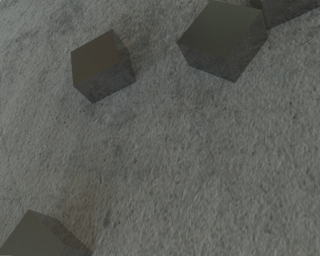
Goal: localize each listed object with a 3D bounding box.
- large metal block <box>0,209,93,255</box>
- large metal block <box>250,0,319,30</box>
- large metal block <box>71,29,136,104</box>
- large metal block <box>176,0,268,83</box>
[{"bbox_3d":[-0.141,0.156,0.364,0.080,0.050,0.080,24,75,36],"label":"large metal block"},{"bbox_3d":[0.166,-0.192,0.418,0.080,0.050,0.080,-22,54,14],"label":"large metal block"},{"bbox_3d":[-0.092,-0.098,0.494,0.080,0.050,0.080,-25,53,12],"label":"large metal block"},{"bbox_3d":[0.084,-0.118,0.415,0.080,0.050,0.080,30,78,37],"label":"large metal block"}]
